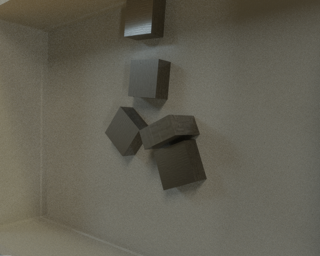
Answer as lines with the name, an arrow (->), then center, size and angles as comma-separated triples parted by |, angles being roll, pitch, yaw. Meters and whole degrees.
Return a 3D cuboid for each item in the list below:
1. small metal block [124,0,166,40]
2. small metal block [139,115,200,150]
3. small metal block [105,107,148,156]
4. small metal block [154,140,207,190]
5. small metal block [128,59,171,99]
small metal block -> -0.021, -0.150, 0.424 | 0.050, 0.025, 0.050 | 7, 95, 39
small metal block -> 0.012, 0.006, 0.381 | 0.050, 0.050, 0.025 | -27, 73, 37
small metal block -> -0.046, 0.005, 0.445 | 0.050, 0.025, 0.050 | 49, 119, 29
small metal block -> 0.024, 0.046, 0.387 | 0.050, 0.025, 0.050 | -24, 75, 37
small metal block -> -0.015, -0.066, 0.419 | 0.050, 0.025, 0.050 | 9, 95, 39
